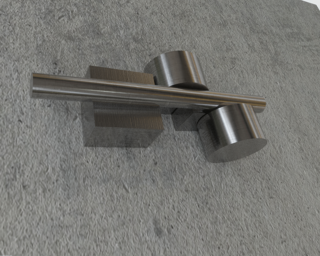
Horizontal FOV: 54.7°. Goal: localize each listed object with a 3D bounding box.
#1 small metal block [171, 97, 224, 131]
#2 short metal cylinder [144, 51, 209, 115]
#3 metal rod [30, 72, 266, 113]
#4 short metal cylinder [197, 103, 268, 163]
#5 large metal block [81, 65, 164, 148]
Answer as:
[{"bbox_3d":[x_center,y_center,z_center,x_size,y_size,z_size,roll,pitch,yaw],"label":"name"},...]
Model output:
[{"bbox_3d":[0.051,-0.018,0.428,0.050,0.050,0.025,1,62,-28],"label":"small metal block"},{"bbox_3d":[0.022,-0.059,0.420,0.081,0.080,0.050,2,61,-28],"label":"short metal cylinder"},{"bbox_3d":[0.009,-0.037,0.369,0.303,0.025,0.025,2,61,-29],"label":"metal rod"},{"bbox_3d":[0.096,0.009,0.418,0.081,0.080,0.050,0,62,-29],"label":"short metal cylinder"},{"bbox_3d":[-0.049,-0.023,0.374,0.081,0.050,0.080,3,60,-27],"label":"large metal block"}]
